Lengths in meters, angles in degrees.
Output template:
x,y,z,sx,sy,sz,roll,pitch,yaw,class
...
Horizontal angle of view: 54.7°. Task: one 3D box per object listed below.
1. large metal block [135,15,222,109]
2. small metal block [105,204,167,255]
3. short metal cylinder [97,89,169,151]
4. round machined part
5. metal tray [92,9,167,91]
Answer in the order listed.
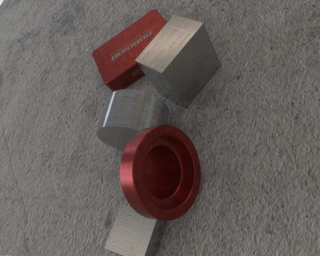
x,y,z,sx,sy,sz,roll,pitch,yaw,class
0.027,-0.085,0.407,0.050,0.080,0.080,32,80,38,large metal block
-0.026,0.118,0.345,0.050,0.025,0.050,7,65,31,small metal block
-0.033,-0.005,0.389,0.080,0.080,0.050,-1,61,27,short metal cylinder
-0.004,0.048,0.334,0.042,0.098,0.098,-11,55,46,round machined part
-0.039,-0.124,0.497,0.130,0.030,0.090,-33,52,6,metal tray
